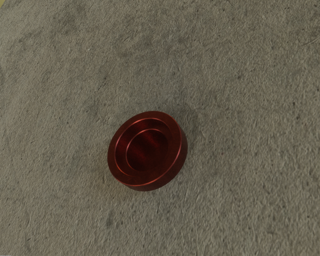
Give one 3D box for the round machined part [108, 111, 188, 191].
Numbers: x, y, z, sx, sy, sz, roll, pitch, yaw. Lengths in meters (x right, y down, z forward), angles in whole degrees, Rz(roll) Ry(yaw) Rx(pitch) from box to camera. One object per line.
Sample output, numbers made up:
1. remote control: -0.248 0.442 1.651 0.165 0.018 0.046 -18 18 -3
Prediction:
1. round machined part: -0.012 0.031 0.381 0.098 0.042 0.098 -13 56 21
